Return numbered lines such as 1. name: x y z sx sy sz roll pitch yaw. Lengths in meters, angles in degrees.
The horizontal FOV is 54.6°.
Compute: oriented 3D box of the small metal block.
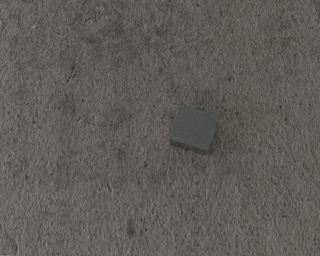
1. small metal block: 0.044 0.003 0.407 0.050 0.025 0.050 17 71 6
